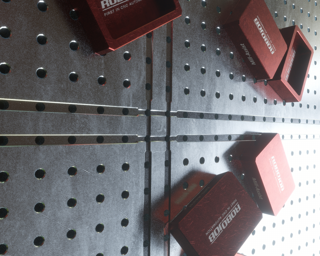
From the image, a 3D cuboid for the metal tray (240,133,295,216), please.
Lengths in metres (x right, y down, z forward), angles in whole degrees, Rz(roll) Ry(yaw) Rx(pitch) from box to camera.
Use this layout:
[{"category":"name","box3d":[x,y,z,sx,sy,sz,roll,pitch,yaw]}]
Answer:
[{"category":"metal tray","box3d":[0.203,0.085,0.575,0.091,0.030,0.130,-38,113,-33]}]

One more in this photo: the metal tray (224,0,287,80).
[{"category":"metal tray","box3d":[0.173,-0.160,0.549,0.130,0.030,0.090,47,62,-30]}]

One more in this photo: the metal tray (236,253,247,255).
[{"category":"metal tray","box3d":[0.090,0.255,0.481,0.090,0.030,0.130,30,71,-36]}]

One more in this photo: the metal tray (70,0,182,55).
[{"category":"metal tray","box3d":[-0.039,-0.155,0.372,0.131,0.030,0.090,-39,114,-33]}]

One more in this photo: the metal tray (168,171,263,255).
[{"category":"metal tray","box3d":[0.085,0.137,0.455,0.131,0.030,0.090,-37,90,-34]}]

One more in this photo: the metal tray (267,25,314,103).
[{"category":"metal tray","box3d":[0.264,-0.128,0.624,0.090,0.030,0.130,35,69,-35]}]
